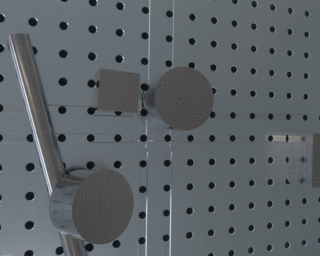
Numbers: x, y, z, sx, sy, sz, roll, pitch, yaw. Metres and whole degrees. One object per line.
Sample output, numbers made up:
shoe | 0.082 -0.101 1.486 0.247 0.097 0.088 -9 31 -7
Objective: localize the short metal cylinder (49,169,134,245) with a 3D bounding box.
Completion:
short metal cylinder | -0.077 0.088 0.355 0.081 0.050 0.080 8 78 -45

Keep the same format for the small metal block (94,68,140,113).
small metal block | -0.054 -0.046 0.393 0.050 0.025 0.050 4 89 -20

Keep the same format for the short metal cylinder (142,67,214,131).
short metal cylinder | 0.023 -0.037 0.408 0.081 0.050 0.079 0 90 -20

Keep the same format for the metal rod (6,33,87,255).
metal rod | -0.128 0.041 0.365 0.025 0.025 0.298 -15 95 -20

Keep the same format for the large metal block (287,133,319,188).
large metal block | 0.254 0.049 0.493 0.081 0.050 0.079 2 90 -20
